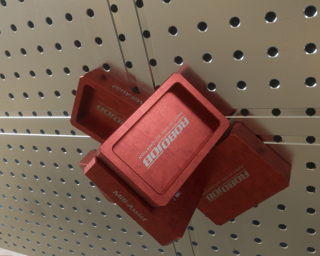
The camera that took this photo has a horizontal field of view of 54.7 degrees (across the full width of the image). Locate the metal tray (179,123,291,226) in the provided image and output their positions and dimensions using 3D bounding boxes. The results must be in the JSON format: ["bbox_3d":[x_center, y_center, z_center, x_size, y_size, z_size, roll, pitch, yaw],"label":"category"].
[{"bbox_3d":[0.087,0.064,0.399,0.090,0.030,0.129,41,129,-1],"label":"metal tray"}]

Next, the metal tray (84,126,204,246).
[{"bbox_3d":[-0.014,0.064,0.375,0.130,0.090,0.030,44,129,-3],"label":"metal tray"}]

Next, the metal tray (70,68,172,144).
[{"bbox_3d":[-0.056,-0.012,0.429,0.130,0.030,0.089,31,128,7],"label":"metal tray"}]

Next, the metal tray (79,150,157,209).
[{"bbox_3d":[-0.051,0.078,0.450,0.130,0.030,0.090,1,131,44],"label":"metal tray"}]

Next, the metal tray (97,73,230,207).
[{"bbox_3d":[0.007,0.011,0.346,0.090,0.130,0.030,44,157,-2],"label":"metal tray"}]
